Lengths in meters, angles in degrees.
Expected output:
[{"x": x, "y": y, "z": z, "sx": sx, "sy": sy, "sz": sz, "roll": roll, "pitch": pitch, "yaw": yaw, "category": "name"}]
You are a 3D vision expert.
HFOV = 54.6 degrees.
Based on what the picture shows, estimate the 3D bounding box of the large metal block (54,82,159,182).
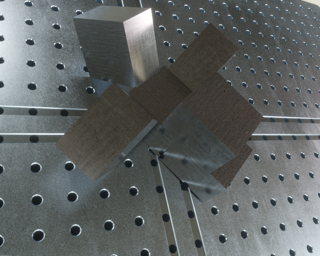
[{"x": -0.049, "y": 0.003, "z": 0.324, "sx": 0.050, "sy": 0.080, "sz": 0.080, "roll": 44, "pitch": 93, "yaw": 3, "category": "large metal block"}]

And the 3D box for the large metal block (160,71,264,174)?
[{"x": 0.062, "y": -0.008, "z": 0.364, "sx": 0.080, "sy": 0.050, "sz": 0.080, "roll": 45, "pitch": 50, "yaw": 2, "category": "large metal block"}]

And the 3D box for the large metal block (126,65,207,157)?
[{"x": 0.002, "y": -0.023, "z": 0.407, "sx": 0.080, "sy": 0.050, "sz": 0.080, "roll": 44, "pitch": 51, "yaw": 2, "category": "large metal block"}]

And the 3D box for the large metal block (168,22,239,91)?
[{"x": 0.062, "y": -0.095, "z": 0.443, "sx": 0.050, "sy": 0.080, "sz": 0.080, "roll": 44, "pitch": 11, "yaw": 2, "category": "large metal block"}]

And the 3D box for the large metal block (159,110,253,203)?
[{"x": 0.060, "y": 0.034, "z": 0.402, "sx": 0.080, "sy": 0.050, "sz": 0.080, "roll": 44, "pitch": 50, "yaw": 4, "category": "large metal block"}]

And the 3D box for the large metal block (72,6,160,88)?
[{"x": -0.052, "y": -0.103, "z": 0.388, "sx": 0.080, "sy": 0.080, "sz": 0.050, "roll": 17, "pitch": 43, "yaw": 31, "category": "large metal block"}]
